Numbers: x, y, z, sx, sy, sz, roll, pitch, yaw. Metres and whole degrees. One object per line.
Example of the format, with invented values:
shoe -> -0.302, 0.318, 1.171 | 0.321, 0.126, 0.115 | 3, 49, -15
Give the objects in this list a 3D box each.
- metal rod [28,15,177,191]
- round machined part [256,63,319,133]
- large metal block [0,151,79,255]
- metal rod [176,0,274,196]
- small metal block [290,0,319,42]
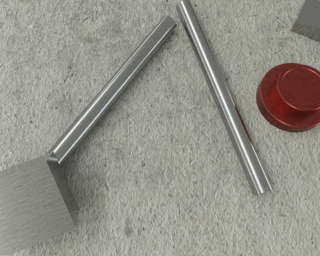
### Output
metal rod -> -0.071, -0.044, 0.423 | 0.025, 0.025, 0.300 | 33, 73, 11
round machined part -> 0.185, -0.046, 0.418 | 0.099, 0.042, 0.098 | 0, 70, -1
large metal block -> -0.146, 0.082, 0.346 | 0.080, 0.050, 0.080 | -21, 101, -8
metal rod -> 0.082, -0.054, 0.428 | 0.025, 0.025, 0.299 | -17, 71, -6
small metal block -> 0.235, -0.165, 0.471 | 0.050, 0.025, 0.050 | 26, 72, 8
